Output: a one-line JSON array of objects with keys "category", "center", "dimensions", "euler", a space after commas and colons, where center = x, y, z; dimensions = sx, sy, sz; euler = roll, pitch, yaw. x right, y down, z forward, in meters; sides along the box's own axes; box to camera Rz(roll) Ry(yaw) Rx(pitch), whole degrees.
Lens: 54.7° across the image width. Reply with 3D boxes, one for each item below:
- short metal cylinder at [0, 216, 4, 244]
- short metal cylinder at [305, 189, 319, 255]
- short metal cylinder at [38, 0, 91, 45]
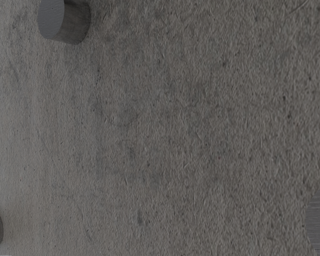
[{"category": "short metal cylinder", "center": [-0.413, 0.242, 0.731], "dimensions": [0.080, 0.050, 0.080], "euler": [0, 90, 40]}, {"category": "short metal cylinder", "center": [0.168, 0.076, 0.250], "dimensions": [0.080, 0.050, 0.080], "euler": [0, 90, 40]}, {"category": "short metal cylinder", "center": [-0.162, -0.185, 0.523], "dimensions": [0.080, 0.050, 0.080], "euler": [0, 90, 40]}]
